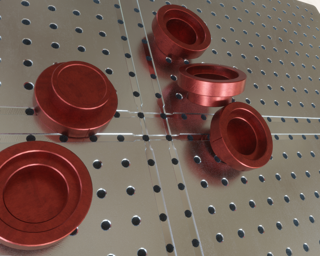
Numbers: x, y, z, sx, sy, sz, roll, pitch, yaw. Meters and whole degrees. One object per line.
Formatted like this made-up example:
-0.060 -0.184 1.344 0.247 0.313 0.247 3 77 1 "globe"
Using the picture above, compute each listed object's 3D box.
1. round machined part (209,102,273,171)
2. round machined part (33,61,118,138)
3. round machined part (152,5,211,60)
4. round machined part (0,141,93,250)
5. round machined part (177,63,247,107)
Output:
0.111 0.015 0.444 0.099 0.042 0.098 13 63 -27 "round machined part"
-0.097 -0.041 0.371 0.099 0.042 0.098 14 56 -21 "round machined part"
0.031 -0.151 0.508 0.099 0.042 0.098 14 56 -21 "round machined part"
-0.118 0.065 0.295 0.099 0.042 0.098 14 56 -21 "round machined part"
0.075 -0.063 0.458 0.099 0.042 0.098 3 26 -1 "round machined part"
